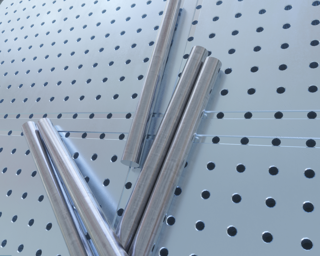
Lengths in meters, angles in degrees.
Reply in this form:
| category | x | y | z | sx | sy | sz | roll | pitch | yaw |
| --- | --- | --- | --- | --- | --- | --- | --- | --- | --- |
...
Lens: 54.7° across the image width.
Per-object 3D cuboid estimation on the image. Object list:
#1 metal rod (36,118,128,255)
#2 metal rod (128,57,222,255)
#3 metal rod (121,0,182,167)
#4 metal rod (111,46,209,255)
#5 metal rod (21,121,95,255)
| category | x | y | z | sx | sy | sz | roll | pitch | yaw |
| --- | --- | --- | --- | --- | --- | --- | --- | --- | --- |
| metal rod | -0.113 | 0.068 | 0.404 | 0.025 | 0.025 | 0.300 | -44 | 45 | -2 |
| metal rod | 0.018 | 0.041 | 0.372 | 0.025 | 0.025 | 0.300 | 10 | 66 | 32 |
| metal rod | -0.007 | -0.086 | 0.462 | 0.025 | 0.025 | 0.300 | -1 | 61 | 27 |
| metal rod | 0.003 | 0.020 | 0.392 | 0.025 | 0.025 | 0.300 | 10 | 66 | 32 |
| metal rod | -0.144 | 0.087 | 0.427 | 0.025 | 0.025 | 0.300 | -41 | 51 | 0 |
